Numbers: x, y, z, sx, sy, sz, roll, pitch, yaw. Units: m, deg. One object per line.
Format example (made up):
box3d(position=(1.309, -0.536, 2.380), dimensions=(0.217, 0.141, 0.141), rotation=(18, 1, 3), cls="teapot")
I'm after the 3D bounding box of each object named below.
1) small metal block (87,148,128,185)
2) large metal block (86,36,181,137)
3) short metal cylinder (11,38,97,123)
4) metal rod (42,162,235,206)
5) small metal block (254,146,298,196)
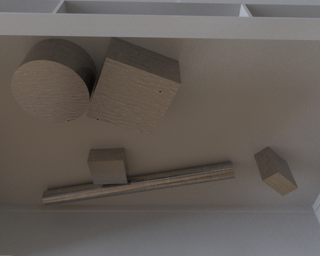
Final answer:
box3d(position=(-0.075, 0.057, 0.456), dimensions=(0.050, 0.025, 0.050), rotation=(-3, 130, 2), cls="small metal block")
box3d(position=(-0.031, -0.045, 0.354), dimensions=(0.081, 0.050, 0.079), rotation=(18, 128, -15), cls="large metal block")
box3d(position=(-0.115, -0.052, 0.347), dimensions=(0.081, 0.050, 0.079), rotation=(0, 130, 0), cls="short metal cylinder")
box3d(position=(-0.037, 0.088, 0.483), dimensions=(0.301, 0.025, 0.025), rotation=(-10, 130, 7), cls="metal rod")
box3d(position=(0.167, 0.062, 0.449), dimensions=(0.050, 0.050, 0.025), rotation=(35, 122, -26), cls="small metal block")
